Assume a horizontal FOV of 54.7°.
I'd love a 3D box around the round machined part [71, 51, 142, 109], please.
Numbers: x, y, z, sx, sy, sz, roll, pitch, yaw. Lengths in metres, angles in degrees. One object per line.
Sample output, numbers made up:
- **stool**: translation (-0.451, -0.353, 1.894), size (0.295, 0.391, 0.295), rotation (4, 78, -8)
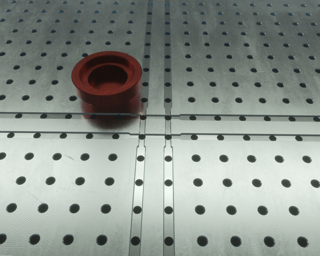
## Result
- **round machined part**: translation (-0.075, -0.066, 0.451), size (0.099, 0.042, 0.098), rotation (0, 50, 0)
